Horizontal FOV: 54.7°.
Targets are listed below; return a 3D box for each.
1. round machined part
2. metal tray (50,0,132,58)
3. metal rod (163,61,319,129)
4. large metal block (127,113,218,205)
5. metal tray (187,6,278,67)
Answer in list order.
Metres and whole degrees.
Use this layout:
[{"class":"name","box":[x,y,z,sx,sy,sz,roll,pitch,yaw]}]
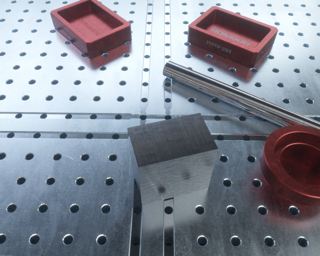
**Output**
[{"class":"round machined part","box":[0.166,0.046,0.360,0.099,0.042,0.098,0,50,0]},{"class":"metal tray","box":[-0.124,-0.185,0.557,0.091,0.030,0.130,-33,58,-25]},{"class":"metal rod","box":[0.137,-0.030,0.434,0.301,0.025,0.025,27,55,20]},{"class":"large metal block","box":[0.012,0.036,0.342,0.081,0.080,0.050,-12,51,-10]},{"class":"metal tray","box":[0.126,-0.164,0.543,0.130,0.030,0.090,30,56,22]}]
